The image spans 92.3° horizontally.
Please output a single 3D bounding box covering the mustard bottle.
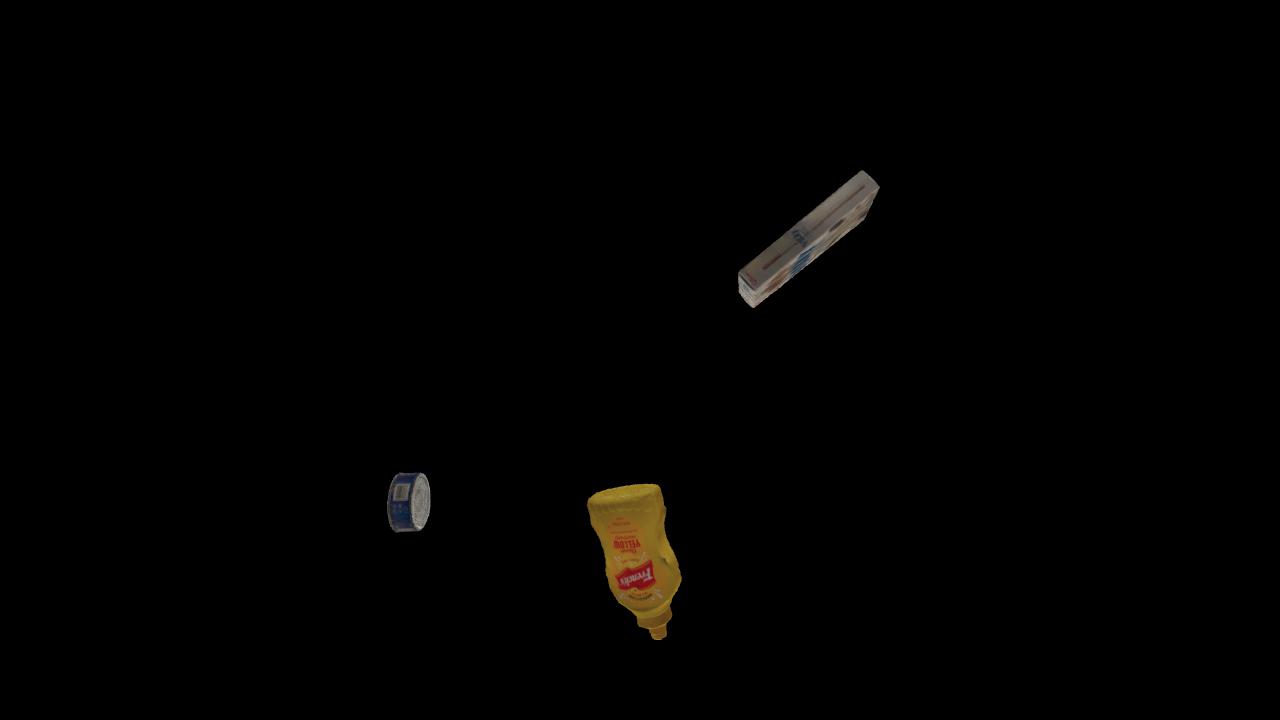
[{"bbox_3d":[0.002,0.242,0.726,0.092,0.184,0.054,-13,4,16],"label":"mustard bottle"}]

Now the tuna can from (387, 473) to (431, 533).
[{"bbox_3d":[-0.330,0.204,0.884,0.034,0.084,0.084,-2,0,0],"label":"tuna can"}]

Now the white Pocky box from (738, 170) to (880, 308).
[{"bbox_3d":[0.165,-0.117,0.618,0.154,0.028,0.084,-39,-12,3],"label":"white Pocky box"}]
